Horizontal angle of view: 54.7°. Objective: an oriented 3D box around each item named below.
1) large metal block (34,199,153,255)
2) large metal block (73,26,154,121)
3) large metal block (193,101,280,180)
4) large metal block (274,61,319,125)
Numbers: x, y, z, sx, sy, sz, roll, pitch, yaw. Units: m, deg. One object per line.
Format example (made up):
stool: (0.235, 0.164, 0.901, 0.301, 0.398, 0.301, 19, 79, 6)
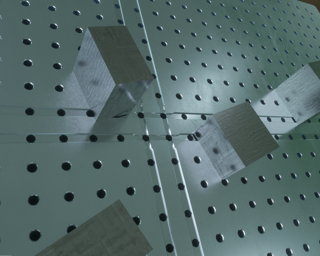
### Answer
large metal block: (-0.065, 0.115, 0.268, 0.081, 0.080, 0.050, -29, 78, -38)
large metal block: (-0.061, -0.067, 0.382, 0.050, 0.080, 0.080, -15, 70, -35)
large metal block: (0.109, 0.016, 0.443, 0.081, 0.050, 0.080, -20, 73, -36)
large metal block: (0.273, -0.064, 0.562, 0.050, 0.080, 0.080, -17, 71, -35)
